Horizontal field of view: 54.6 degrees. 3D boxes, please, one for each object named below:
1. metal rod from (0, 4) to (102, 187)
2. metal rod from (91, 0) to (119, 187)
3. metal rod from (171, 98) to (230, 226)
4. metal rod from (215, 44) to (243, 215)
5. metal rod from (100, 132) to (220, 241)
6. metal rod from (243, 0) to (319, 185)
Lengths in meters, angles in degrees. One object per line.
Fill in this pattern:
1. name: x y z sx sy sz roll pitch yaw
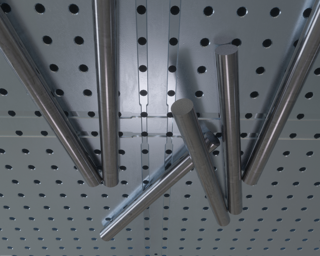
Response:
1. metal rod: -0.139 -0.028 0.386 0.025 0.025 0.299 -12 129 10
2. metal rod: -0.064 -0.031 0.384 0.025 0.025 0.298 3 130 -3
3. metal rod: 0.068 0.070 0.443 0.025 0.025 0.299 -14 138 11
4. metal rod: 0.100 0.026 0.434 0.025 0.025 0.299 -8 130 7
5. metal rod: -0.014 0.107 0.502 0.025 0.025 0.299 29 124 -22
6. metal rod: 0.154 -0.034 0.383 0.025 0.025 0.298 5 130 -4
